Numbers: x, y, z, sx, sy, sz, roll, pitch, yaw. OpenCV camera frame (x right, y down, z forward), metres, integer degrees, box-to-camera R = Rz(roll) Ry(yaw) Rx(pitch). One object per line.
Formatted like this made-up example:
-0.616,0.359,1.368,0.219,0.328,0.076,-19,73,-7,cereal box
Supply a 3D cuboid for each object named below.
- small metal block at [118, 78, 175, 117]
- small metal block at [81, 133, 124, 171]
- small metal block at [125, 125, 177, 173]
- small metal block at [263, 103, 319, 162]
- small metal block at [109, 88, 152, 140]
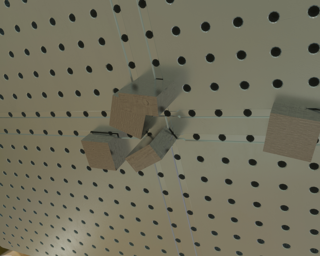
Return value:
-0.015,-0.039,0.379,0.050,0.050,0.025,9,122,23,small metal block
-0.088,0.036,0.481,0.050,0.025,0.050,3,120,26,small metal block
-0.012,0.028,0.419,0.050,0.050,0.025,-31,101,38,small metal block
0.144,0.004,0.338,0.050,0.025,0.050,13,124,21,small metal block
-0.038,-0.019,0.420,0.050,0.025,0.050,24,127,14,small metal block
